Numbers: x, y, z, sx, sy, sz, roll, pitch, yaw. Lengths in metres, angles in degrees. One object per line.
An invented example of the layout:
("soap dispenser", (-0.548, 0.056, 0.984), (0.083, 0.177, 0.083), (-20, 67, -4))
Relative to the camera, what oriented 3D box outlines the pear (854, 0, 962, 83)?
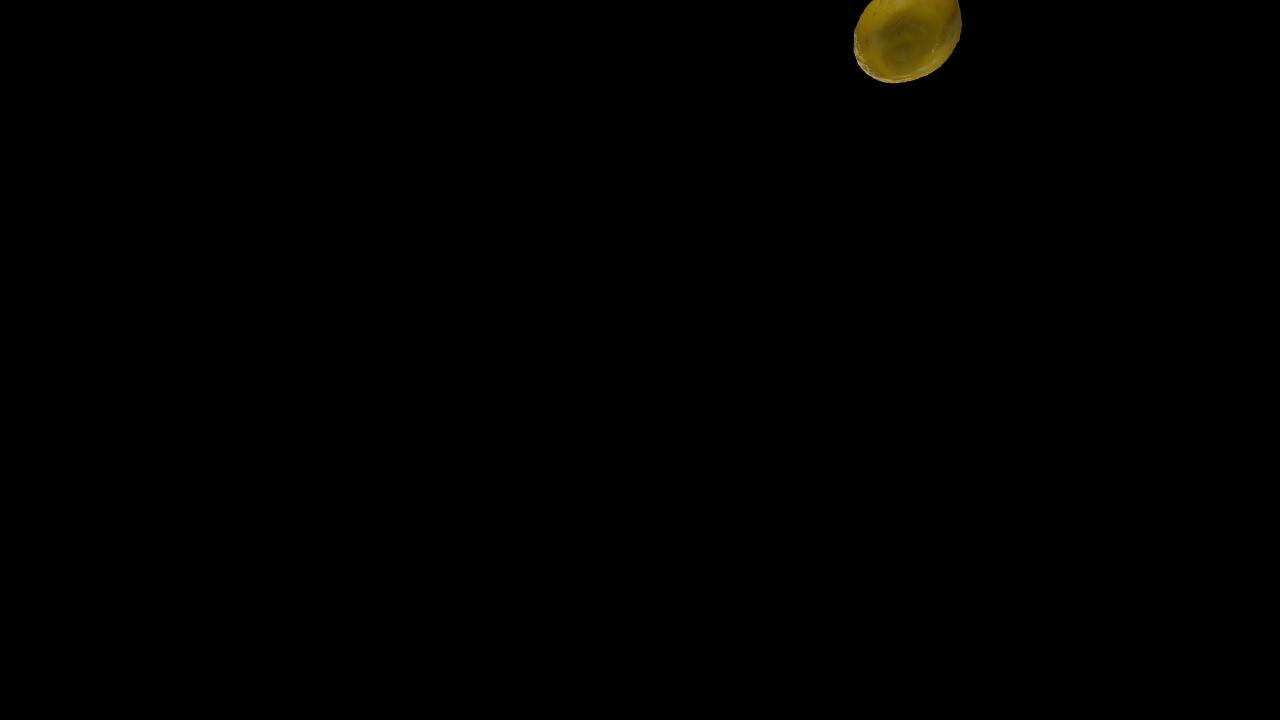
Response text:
("pear", (0.223, -0.280, 0.510), (0.080, 0.111, 0.080), (17, -38, 13))
